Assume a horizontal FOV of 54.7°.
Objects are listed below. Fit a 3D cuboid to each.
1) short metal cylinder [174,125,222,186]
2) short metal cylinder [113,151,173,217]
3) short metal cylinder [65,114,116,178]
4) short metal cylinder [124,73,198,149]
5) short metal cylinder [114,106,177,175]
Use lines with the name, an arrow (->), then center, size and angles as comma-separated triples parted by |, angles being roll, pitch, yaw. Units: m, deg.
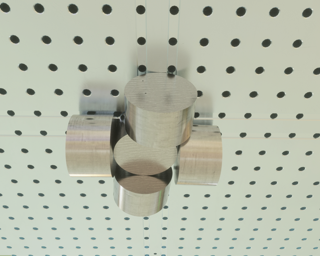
short metal cylinder -> 0.047, 0.035, 0.406 | 0.050, 0.080, 0.079 | 3, 130, -3
short metal cylinder -> -0.025, 0.077, 0.439 | 0.081, 0.080, 0.050 | 5, 130, -4
short metal cylinder -> -0.084, 0.023, 0.394 | 0.050, 0.080, 0.079 | 1, 130, -2
short metal cylinder -> 0.000, -0.022, 0.356 | 0.081, 0.080, 0.050 | 2, 130, -2
short metal cylinder -> -0.019, 0.017, 0.410 | 0.081, 0.050, 0.079 | -1, 130, -1
